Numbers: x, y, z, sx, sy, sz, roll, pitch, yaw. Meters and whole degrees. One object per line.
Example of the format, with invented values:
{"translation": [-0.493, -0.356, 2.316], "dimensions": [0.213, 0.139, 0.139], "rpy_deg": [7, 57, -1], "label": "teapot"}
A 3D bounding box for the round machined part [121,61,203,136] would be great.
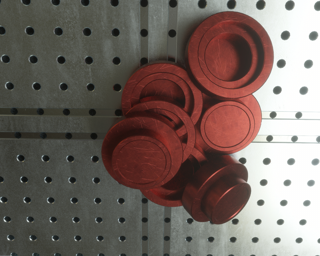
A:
{"translation": [0.003, -0.036, 0.391], "dimensions": [0.099, 0.042, 0.097], "rpy_deg": [0, 110, 0], "label": "round machined part"}

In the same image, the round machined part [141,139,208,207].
{"translation": [0.017, 0.055, 0.425], "dimensions": [0.099, 0.042, 0.097], "rpy_deg": [0, 110, 0], "label": "round machined part"}

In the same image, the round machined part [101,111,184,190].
{"translation": [-0.021, 0.032, 0.371], "dimensions": [0.099, 0.042, 0.097], "rpy_deg": [0, 110, 0], "label": "round machined part"}

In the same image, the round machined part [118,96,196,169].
{"translation": [-0.004, 0.005, 0.406], "dimensions": [0.099, 0.042, 0.097], "rpy_deg": [0, 110, 0], "label": "round machined part"}

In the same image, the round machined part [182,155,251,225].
{"translation": [0.081, 0.088, 0.411], "dimensions": [0.099, 0.042, 0.097], "rpy_deg": [-20, 130, -26], "label": "round machined part"}

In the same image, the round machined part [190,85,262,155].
{"translation": [0.083, -0.008, 0.401], "dimensions": [0.099, 0.042, 0.097], "rpy_deg": [0, 110, 0], "label": "round machined part"}

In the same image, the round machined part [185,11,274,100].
{"translation": [0.077, -0.081, 0.363], "dimensions": [0.099, 0.042, 0.097], "rpy_deg": [0, 89, -7], "label": "round machined part"}
